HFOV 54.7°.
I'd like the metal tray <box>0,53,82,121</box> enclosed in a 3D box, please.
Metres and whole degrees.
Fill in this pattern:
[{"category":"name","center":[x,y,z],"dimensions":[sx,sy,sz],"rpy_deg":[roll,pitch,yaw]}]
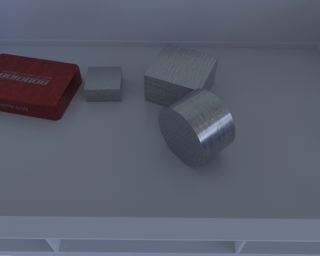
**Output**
[{"category":"metal tray","center":[-0.193,-0.062,0.452],"dimensions":[0.131,0.030,0.090],"rpy_deg":[10,51,7]}]

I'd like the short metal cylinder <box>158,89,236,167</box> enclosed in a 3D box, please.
[{"category":"short metal cylinder","center":[0.042,0.000,0.370],"dimensions":[0.050,0.080,0.080],"rpy_deg":[-32,57,-24]}]

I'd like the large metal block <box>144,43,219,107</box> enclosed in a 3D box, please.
[{"category":"large metal block","center":[0.031,-0.071,0.449],"dimensions":[0.080,0.050,0.080],"rpy_deg":[19,52,15]}]

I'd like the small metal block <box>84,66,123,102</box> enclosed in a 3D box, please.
[{"category":"small metal block","center":[-0.082,-0.065,0.459],"dimensions":[0.050,0.025,0.050],"rpy_deg":[-1,50,-2]}]
